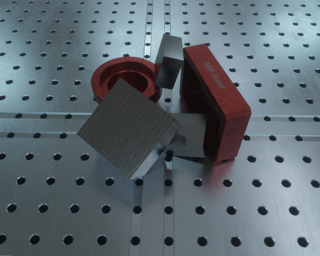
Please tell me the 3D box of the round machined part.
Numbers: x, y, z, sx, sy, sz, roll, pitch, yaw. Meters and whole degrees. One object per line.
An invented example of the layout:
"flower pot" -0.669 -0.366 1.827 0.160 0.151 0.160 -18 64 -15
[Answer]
"round machined part" -0.045 -0.055 0.442 0.099 0.042 0.098 0 50 0

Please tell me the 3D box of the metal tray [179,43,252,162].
"metal tray" 0.063 -0.034 0.394 0.030 0.089 0.130 -14 52 -12

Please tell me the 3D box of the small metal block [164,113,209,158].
"small metal block" 0.034 0.009 0.394 0.050 0.025 0.050 2 54 16

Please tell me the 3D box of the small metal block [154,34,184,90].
"small metal block" 0.011 -0.088 0.412 0.025 0.050 0.050 9 48 -11

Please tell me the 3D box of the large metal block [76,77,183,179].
"large metal block" -0.033 0.002 0.360 0.080 0.050 0.080 38 90 14
